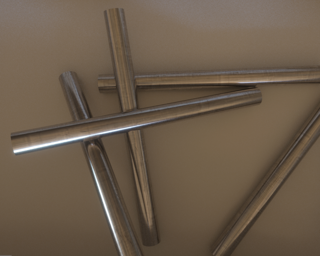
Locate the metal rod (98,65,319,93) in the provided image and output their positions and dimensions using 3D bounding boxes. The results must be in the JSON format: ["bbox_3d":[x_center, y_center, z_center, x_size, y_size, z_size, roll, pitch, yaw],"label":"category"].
[{"bbox_3d":[0.071,-0.065,0.412,0.302,0.025,0.025,-3,90,-1],"label":"metal rod"}]

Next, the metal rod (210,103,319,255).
[{"bbox_3d":[0.167,0.051,0.413,0.025,0.025,0.299,37,90,-1],"label":"metal rod"}]

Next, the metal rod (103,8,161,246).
[{"bbox_3d":[-0.033,0.005,0.393,0.025,0.025,0.298,-9,97,0],"label":"metal rod"}]

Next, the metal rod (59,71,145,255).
[{"bbox_3d":[-0.064,0.057,0.351,0.025,0.025,0.299,-25,66,0],"label":"metal rod"}]

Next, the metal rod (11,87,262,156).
[{"bbox_3d":[-0.013,-0.013,0.370,0.302,0.025,0.025,-12,90,-17],"label":"metal rod"}]
